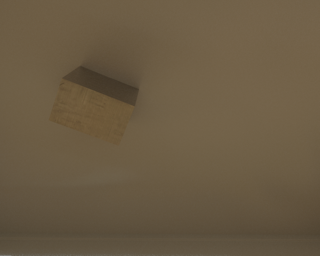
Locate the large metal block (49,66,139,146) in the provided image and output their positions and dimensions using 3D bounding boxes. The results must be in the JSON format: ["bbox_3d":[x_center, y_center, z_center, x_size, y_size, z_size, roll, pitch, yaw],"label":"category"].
[{"bbox_3d":[-0.074,-0.030,0.370,0.080,0.080,0.050,21,109,-8],"label":"large metal block"}]
